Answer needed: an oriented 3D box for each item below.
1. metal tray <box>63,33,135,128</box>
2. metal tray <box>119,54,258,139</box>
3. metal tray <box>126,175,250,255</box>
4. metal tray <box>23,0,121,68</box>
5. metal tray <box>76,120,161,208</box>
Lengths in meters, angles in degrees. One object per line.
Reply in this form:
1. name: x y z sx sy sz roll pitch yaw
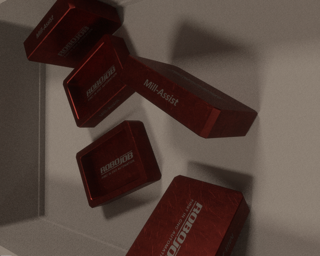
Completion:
1. metal tray: -0.093 -0.069 0.477 0.130 0.030 0.090 -36 68 34
2. metal tray: 0.029 -0.036 0.338 0.130 0.091 0.030 37 113 33
3. metal tray: 0.027 0.118 0.327 0.090 0.030 0.130 10 52 39
4. metal tray: -0.134 -0.143 0.472 0.130 0.091 0.030 -30 71 35
5. metal tray: -0.066 0.055 0.455 0.130 0.030 0.090 -31 71 35
